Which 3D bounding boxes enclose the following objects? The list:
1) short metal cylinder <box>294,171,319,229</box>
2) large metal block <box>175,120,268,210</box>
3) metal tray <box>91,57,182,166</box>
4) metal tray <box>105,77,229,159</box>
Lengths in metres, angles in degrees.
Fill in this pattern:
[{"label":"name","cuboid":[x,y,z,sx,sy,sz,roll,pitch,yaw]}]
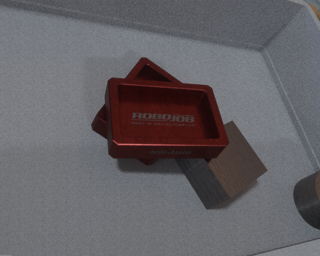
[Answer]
[{"label":"short metal cylinder","cuboid":[0.247,0.103,0.453,0.081,0.050,0.080,7,61,-12]},{"label":"large metal block","cuboid":[0.079,0.047,0.406,0.081,0.050,0.080,-23,74,-37]},{"label":"metal tray","cuboid":[-0.018,-0.026,0.410,0.090,0.030,0.130,34,51,-6]},{"label":"metal tray","cuboid":[0.006,-0.011,0.358,0.131,0.030,0.090,2,55,-18]}]
